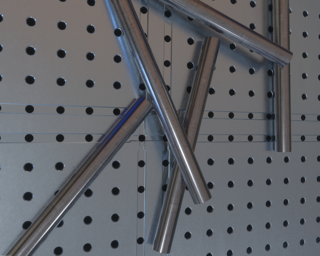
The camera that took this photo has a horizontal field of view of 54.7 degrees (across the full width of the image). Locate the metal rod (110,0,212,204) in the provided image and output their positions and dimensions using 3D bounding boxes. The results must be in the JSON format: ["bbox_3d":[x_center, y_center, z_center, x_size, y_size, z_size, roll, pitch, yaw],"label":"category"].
[{"bbox_3d":[-0.002,-0.045,0.396,0.025,0.025,0.299,-23,92,-19],"label":"metal rod"}]

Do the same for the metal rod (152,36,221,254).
[{"bbox_3d":[0.038,0.019,0.427,0.025,0.025,0.299,16,85,-20],"label":"metal rod"}]

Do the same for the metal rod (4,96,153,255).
[{"bbox_3d":[-0.109,0.081,0.372,0.025,0.025,0.300,42,76,-16],"label":"metal rod"}]

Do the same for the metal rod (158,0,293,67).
[{"bbox_3d":[0.054,-0.159,0.422,0.302,0.025,0.025,23,82,-15],"label":"metal rod"}]

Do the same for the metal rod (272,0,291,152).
[{"bbox_3d":[0.190,-0.112,0.484,0.025,0.025,0.298,-1,91,-20],"label":"metal rod"}]
